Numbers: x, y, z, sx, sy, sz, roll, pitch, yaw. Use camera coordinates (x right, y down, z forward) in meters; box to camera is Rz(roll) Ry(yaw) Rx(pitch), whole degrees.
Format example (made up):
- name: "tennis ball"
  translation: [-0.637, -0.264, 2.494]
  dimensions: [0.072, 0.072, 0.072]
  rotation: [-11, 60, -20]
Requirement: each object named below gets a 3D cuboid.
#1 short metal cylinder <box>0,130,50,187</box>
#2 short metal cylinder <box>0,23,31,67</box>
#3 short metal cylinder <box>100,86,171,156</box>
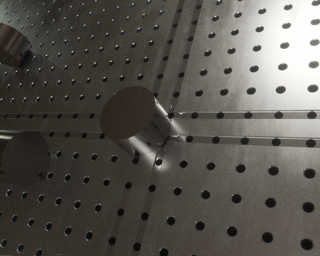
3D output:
- name: "short metal cylinder"
  translation: [-0.211, 0.043, 0.455]
  dimensions: [0.050, 0.080, 0.080]
  rotation: [2, 63, 29]
- name: "short metal cylinder"
  translation: [-0.317, -0.170, 0.640]
  dimensions: [0.080, 0.080, 0.050]
  rotation: [8, 66, 31]
- name: "short metal cylinder"
  translation: [-0.032, -0.009, 0.413]
  dimensions: [0.080, 0.050, 0.080]
  rotation: [-13, 57, 21]
